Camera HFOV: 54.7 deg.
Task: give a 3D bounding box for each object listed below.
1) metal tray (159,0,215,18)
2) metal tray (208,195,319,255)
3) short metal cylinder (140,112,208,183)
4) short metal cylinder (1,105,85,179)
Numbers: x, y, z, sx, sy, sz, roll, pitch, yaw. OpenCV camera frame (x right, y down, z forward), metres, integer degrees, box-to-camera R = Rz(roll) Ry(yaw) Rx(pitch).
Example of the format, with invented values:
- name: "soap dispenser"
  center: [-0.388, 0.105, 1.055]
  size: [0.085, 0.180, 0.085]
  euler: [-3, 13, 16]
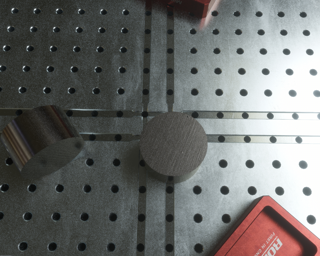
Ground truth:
- name: "metal tray"
  center: [0.033, -0.241, 0.497]
  size: [0.130, 0.030, 0.090]
  euler: [25, 72, 8]
- name: "metal tray"
  center: [0.113, 0.154, 0.353]
  size: [0.090, 0.030, 0.130]
  euler: [42, 75, 13]
- name: "short metal cylinder"
  center: [0.016, 0.026, 0.389]
  size: [0.081, 0.050, 0.080]
  euler: [0, 70, 0]
- name: "short metal cylinder"
  center: [-0.140, 0.017, 0.375]
  size: [0.080, 0.080, 0.050]
  euler: [-34, 74, -12]
